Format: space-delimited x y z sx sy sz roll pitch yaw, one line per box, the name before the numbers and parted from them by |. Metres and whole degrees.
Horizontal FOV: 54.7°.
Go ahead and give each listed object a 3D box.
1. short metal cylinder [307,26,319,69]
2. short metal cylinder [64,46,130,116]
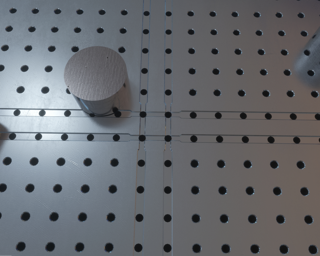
short metal cylinder | 0.264 -0.123 0.447 0.081 0.050 0.080 0 70 0
short metal cylinder | -0.083 -0.063 0.420 0.081 0.050 0.080 0 70 -1
